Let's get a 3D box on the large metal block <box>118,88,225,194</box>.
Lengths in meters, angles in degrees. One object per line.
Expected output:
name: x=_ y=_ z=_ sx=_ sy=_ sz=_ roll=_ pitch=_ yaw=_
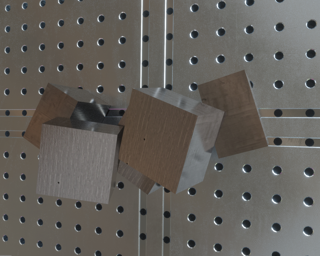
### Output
large metal block: x=0.009 y=0.008 z=0.321 sx=0.080 sy=0.050 sz=0.079 roll=26 pitch=112 yaw=33

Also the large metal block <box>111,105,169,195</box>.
large metal block: x=-0.018 y=0.026 z=0.404 sx=0.080 sy=0.050 sz=0.080 roll=34 pitch=101 yaw=16

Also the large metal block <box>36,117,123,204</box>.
large metal block: x=-0.091 y=0.035 z=0.360 sx=0.081 sy=0.050 sz=0.079 roll=9 pitch=100 yaw=-2

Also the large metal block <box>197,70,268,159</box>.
large metal block: x=0.086 y=-0.014 z=0.352 sx=0.050 sy=0.080 sz=0.080 roll=-17 pitch=85 yaw=19

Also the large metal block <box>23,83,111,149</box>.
large metal block: x=-0.125 y=-0.010 z=0.425 sx=0.050 sy=0.080 sz=0.080 roll=31 pitch=100 yaw=17
